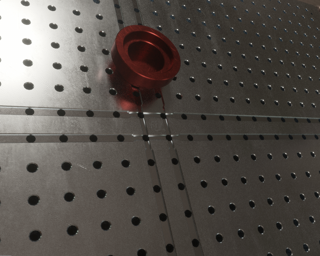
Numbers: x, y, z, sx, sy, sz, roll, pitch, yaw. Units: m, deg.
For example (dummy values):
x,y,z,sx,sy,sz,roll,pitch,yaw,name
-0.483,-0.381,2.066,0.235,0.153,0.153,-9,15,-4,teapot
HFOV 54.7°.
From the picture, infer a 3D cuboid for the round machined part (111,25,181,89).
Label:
x,y,z,sx,sy,sz,roll,pitch,yaw,name
-0.023,-0.097,0.445,0.099,0.042,0.098,14,56,-21,round machined part
